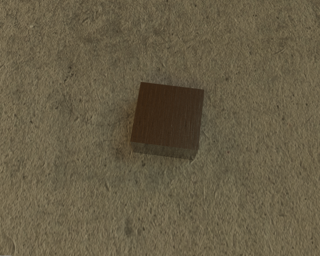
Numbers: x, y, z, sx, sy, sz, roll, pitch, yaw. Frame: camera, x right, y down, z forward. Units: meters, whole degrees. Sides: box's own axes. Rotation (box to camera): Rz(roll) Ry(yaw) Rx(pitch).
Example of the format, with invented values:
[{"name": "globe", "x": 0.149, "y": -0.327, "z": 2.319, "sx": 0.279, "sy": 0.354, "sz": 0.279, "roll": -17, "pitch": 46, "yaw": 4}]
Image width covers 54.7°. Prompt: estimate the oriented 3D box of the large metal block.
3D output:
[{"name": "large metal block", "x": 0.010, "y": -0.008, "z": 0.399, "sx": 0.080, "sy": 0.050, "sz": 0.080, "roll": 7, "pitch": 70, "yaw": 2}]
